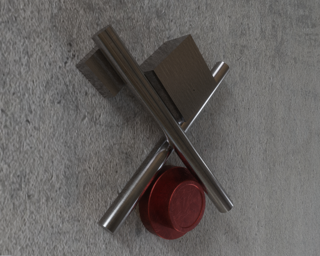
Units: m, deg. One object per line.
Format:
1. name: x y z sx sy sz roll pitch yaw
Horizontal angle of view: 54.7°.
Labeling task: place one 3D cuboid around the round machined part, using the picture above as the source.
1. round machined part: 0.024 0.101 0.417 0.099 0.042 0.097 0 90 -40

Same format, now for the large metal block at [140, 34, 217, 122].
1. large metal block: 0.020 -0.064 0.410 0.080 0.050 0.080 -49 120 -29

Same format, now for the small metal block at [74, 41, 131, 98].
1. small metal block: -0.060 -0.070 0.358 0.050 0.025 0.050 51 60 -28

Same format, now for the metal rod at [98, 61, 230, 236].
1. metal rod: 0.019 0.011 0.426 0.025 0.025 0.301 53 59 -28

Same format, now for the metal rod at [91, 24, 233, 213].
1. metal rod: 0.017 0.007 0.390 0.025 0.025 0.300 -51 120 -28
